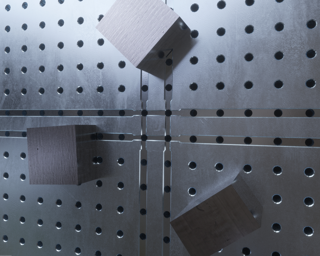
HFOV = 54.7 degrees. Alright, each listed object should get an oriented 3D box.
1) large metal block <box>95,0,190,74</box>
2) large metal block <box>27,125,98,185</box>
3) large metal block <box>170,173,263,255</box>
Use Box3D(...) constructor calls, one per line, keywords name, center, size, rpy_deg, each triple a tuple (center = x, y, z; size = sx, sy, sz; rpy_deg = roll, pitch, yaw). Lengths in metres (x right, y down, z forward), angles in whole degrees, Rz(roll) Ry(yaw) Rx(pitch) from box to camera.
Box3D(name="large metal block", center=(-0.022, -0.131, 0.406), size=(0.080, 0.050, 0.080), rpy_deg=(46, 104, 14))
Box3D(name="large metal block", center=(-0.140, 0.037, 0.447), size=(0.080, 0.050, 0.079), rpy_deg=(-4, 89, 19))
Box3D(name="large metal block", center=(0.069, 0.100, 0.359), size=(0.080, 0.080, 0.050), rpy_deg=(-37, 79, 16))
